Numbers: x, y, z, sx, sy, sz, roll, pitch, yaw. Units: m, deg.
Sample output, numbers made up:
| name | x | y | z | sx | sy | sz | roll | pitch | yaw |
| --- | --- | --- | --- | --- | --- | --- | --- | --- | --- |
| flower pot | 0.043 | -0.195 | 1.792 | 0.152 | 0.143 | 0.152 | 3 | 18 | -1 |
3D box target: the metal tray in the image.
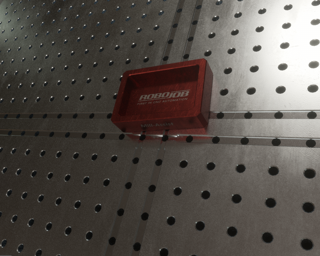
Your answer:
| name | x | y | z | sx | sy | sz | roll | pitch | yaw |
| --- | --- | --- | --- | --- | --- | --- | --- | --- | --- |
| metal tray | 0.003 | -0.043 | 0.428 | 0.130 | 0.030 | 0.090 | -4 | 60 | 25 |
